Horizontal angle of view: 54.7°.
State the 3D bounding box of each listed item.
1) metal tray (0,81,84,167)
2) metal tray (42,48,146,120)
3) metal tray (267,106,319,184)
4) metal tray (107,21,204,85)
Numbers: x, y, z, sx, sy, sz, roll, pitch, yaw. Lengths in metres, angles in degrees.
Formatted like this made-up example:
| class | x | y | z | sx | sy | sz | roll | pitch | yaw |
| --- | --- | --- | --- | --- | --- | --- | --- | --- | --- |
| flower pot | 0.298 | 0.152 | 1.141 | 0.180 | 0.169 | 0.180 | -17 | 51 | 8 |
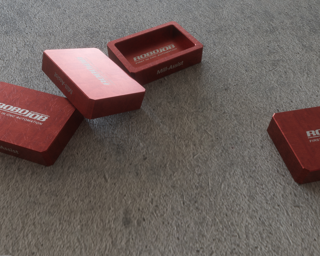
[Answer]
| class | x | y | z | sx | sy | sz | roll | pitch | yaw |
| --- | --- | --- | --- | --- | --- | --- | --- | --- | --- |
| metal tray | -0.180 | -0.009 | 0.406 | 0.131 | 0.030 | 0.090 | 15 | 51 | 12 |
| metal tray | -0.094 | -0.068 | 0.435 | 0.091 | 0.030 | 0.130 | -16 | 48 | -42 |
| metal tray | 0.216 | 0.014 | 0.389 | 0.131 | 0.030 | 0.090 | -9 | 51 | -8 |
| metal tray | -0.008 | -0.123 | 0.502 | 0.131 | 0.030 | 0.090 | -25 | 54 | -20 |
